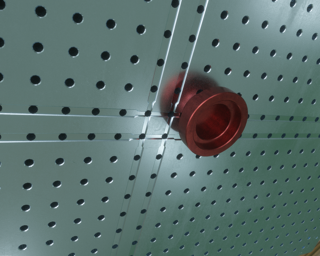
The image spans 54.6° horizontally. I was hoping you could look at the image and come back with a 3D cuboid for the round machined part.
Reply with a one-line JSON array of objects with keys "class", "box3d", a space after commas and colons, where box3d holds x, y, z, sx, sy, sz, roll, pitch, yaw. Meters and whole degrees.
[{"class": "round machined part", "box3d": [0.069, -0.013, 0.429, 0.099, 0.042, 0.097, -14, 124, -21]}]
